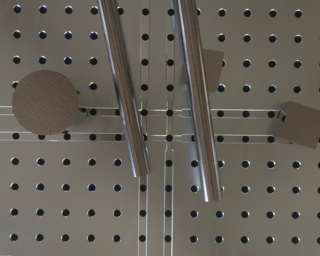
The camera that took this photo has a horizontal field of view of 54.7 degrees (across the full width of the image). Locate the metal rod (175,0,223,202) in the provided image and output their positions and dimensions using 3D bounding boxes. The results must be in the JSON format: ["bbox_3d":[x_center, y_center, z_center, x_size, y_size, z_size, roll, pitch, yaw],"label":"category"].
[{"bbox_3d":[0.046,-0.058,0.388,0.025,0.025,0.298,-8,90,0],"label":"metal rod"}]

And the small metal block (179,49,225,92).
[{"bbox_3d":[0.055,-0.078,0.414,0.050,0.025,0.050,10,90,0],"label":"small metal block"}]

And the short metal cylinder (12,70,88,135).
[{"bbox_3d":[-0.139,-0.031,0.400,0.081,0.050,0.079,0,90,0],"label":"short metal cylinder"}]

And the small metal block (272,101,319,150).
[{"bbox_3d":[0.186,-0.004,0.415,0.050,0.025,0.050,19,90,0],"label":"small metal block"}]

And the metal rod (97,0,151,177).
[{"bbox_3d":[-0.054,-0.084,0.412,0.025,0.025,0.298,-11,90,0],"label":"metal rod"}]
